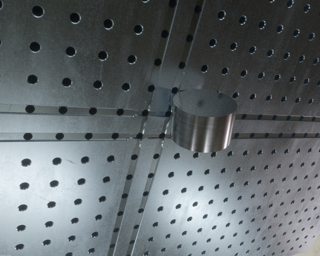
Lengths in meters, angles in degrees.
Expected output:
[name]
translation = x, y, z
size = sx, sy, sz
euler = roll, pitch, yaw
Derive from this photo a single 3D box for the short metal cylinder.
[short metal cylinder]
translation = 0.055, -0.011, 0.401
size = 0.081, 0.080, 0.050
euler = -11, 123, -23
